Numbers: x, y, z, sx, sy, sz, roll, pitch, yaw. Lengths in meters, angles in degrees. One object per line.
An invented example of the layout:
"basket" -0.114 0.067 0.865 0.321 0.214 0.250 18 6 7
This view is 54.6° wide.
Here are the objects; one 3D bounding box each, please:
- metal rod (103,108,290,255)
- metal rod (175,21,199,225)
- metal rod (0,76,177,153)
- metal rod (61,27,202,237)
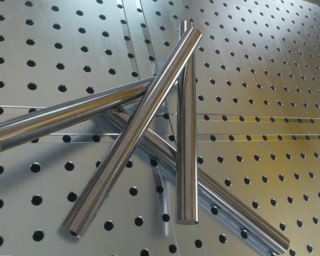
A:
"metal rod" 0.040 0.059 0.393 0.300 0.025 0.025 39 51 -2
"metal rod" 0.035 -0.028 0.407 0.025 0.025 0.300 15 58 -20
"metal rod" -0.048 -0.037 0.371 0.302 0.025 0.025 -27 76 -47
"metal rod" -0.019 -0.016 0.370 0.025 0.025 0.300 33 63 -7
